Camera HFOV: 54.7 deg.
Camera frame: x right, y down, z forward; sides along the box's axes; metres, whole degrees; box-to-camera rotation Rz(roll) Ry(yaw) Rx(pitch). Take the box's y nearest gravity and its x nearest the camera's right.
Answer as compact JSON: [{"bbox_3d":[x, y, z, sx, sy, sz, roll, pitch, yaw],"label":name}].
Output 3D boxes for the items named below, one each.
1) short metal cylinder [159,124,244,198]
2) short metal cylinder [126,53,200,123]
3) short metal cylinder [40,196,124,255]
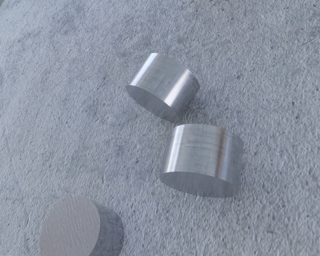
[{"bbox_3d":[0.044,0.036,0.323,0.080,0.080,0.050,-1,62,28],"label":"short metal cylinder"},{"bbox_3d":[0.004,-0.050,0.397,0.080,0.080,0.050,23,75,36],"label":"short metal cylinder"},{"bbox_3d":[-0.089,0.125,0.358,0.080,0.050,0.080,-13,56,21],"label":"short metal cylinder"}]
